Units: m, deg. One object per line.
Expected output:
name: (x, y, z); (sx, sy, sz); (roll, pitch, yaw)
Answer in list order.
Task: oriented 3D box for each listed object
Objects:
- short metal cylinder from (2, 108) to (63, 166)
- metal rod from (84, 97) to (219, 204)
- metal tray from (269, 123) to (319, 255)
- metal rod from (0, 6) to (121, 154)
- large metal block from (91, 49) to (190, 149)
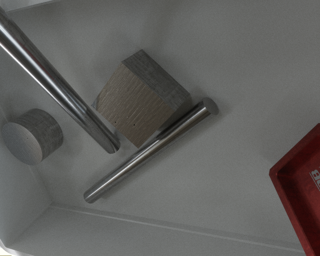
short metal cylinder: (-0.208, 0.014, 0.508); (0.080, 0.050, 0.079); (13, 124, 20)
metal rod: (-0.032, 0.048, 0.453); (0.025, 0.025, 0.299); (47, 129, -5)
metal tray: (0.167, 0.070, 0.300); (0.030, 0.130, 0.089); (12, 132, -22)
metal rod: (-0.118, -0.049, 0.345); (0.025, 0.025, 0.300); (6, 152, 25)
large metal block: (-0.024, -0.035, 0.382); (0.080, 0.050, 0.080); (43, 129, -2)
